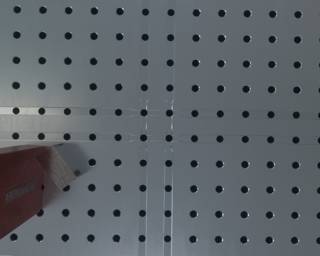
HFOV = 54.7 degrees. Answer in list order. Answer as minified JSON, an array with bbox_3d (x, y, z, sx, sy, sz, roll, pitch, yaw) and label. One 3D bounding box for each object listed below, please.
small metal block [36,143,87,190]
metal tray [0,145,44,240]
[{"bbox_3d":[-0.125,0.048,0.400,0.025,0.050,0.050,-36,90,0],"label":"small metal block"},{"bbox_3d":[-0.175,0.069,0.359,0.030,0.130,0.089,3,90,0],"label":"metal tray"}]
